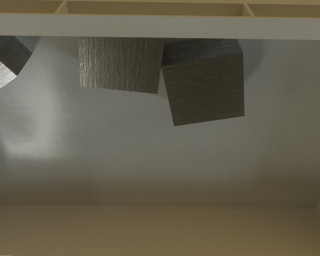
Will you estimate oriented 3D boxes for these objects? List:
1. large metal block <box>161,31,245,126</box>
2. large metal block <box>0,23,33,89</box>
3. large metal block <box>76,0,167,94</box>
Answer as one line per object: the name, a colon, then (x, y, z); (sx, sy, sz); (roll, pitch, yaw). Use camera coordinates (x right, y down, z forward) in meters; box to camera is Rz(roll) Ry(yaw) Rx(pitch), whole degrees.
large metal block: (0.048, -0.054, 0.347); (0.080, 0.050, 0.080); (-9, 130, 7)
large metal block: (-0.201, -0.076, 0.326); (0.080, 0.050, 0.080); (-28, 125, 21)
large metal block: (-0.038, -0.086, 0.319); (0.081, 0.050, 0.079); (5, 130, -4)
